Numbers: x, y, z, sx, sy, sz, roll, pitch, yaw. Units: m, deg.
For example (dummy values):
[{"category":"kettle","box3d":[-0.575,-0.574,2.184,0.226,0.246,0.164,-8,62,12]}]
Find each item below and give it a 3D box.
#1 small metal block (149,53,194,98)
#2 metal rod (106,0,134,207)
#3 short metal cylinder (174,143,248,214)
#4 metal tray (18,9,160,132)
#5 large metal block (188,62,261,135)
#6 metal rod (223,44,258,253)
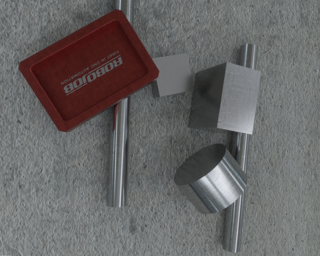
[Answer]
[{"category":"small metal block","box3d":[0.014,-0.070,0.415,0.050,0.025,0.050,-13,95,-20]},{"category":"metal rod","box3d":[-0.049,-0.052,0.391,0.025,0.025,0.298,2,89,-20]},{"category":"short metal cylinder","box3d":[0.066,0.065,0.405,0.080,0.080,0.050,-41,104,-16]},{"category":"metal tray","box3d":[-0.078,-0.065,0.358,0.131,0.030,0.090,-32,94,-7]},{"category":"large metal block","box3d":[0.083,-0.036,0.412,0.050,0.080,0.080,10,87,-20]},{"category":"metal rod","box3d":[0.118,0.028,0.454,0.025,0.025,0.298,6,88,-20]}]
